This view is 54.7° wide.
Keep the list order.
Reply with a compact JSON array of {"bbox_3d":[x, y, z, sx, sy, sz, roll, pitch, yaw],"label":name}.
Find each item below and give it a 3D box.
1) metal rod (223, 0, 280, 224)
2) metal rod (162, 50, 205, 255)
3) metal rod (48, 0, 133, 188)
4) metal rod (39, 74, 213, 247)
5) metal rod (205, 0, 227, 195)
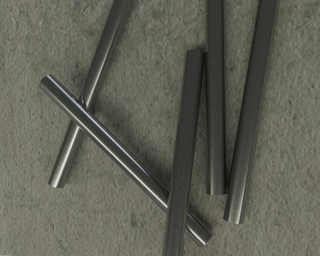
[{"bbox_3d":[0.111,-0.035,0.369,0.025,0.025,0.298,9,93,19],"label":"metal rod"},{"bbox_3d":[0.027,0.052,0.375,0.025,0.025,0.298,5,83,19],"label":"metal rod"},{"bbox_3d":[-0.099,-0.054,0.442,0.025,0.025,0.298,24,98,18],"label":"metal rod"},{"bbox_3d":[-0.050,0.038,0.408,0.300,0.025,0.025,44,103,8],"label":"metal rod"},{"bbox_3d":[0.069,-0.069,0.384,0.025,0.025,0.298,0,90,19],"label":"metal rod"}]
